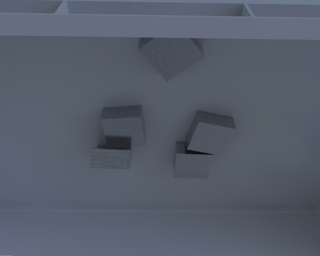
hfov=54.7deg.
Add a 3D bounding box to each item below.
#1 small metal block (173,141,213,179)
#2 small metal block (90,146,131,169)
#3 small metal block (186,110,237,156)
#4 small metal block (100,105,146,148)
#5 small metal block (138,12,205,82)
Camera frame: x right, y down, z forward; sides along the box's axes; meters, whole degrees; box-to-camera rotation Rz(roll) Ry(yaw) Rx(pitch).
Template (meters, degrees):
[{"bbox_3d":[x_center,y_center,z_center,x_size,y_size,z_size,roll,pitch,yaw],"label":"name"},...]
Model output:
[{"bbox_3d":[0.047,0.047,0.449,0.050,0.025,0.050,2,130,-2],"label":"small metal block"},{"bbox_3d":[-0.065,0.040,0.423,0.050,0.050,0.025,3,90,-3],"label":"small metal block"},{"bbox_3d":[0.067,0.007,0.416,0.050,0.025,0.050,11,129,-10],"label":"small metal block"},{"bbox_3d":[-0.046,-0.001,0.407,0.050,0.025,0.050,-4,130,3],"label":"small metal block"},{"bbox_3d":[0.012,-0.086,0.335,0.050,0.025,0.050,-31,124,23],"label":"small metal block"}]
